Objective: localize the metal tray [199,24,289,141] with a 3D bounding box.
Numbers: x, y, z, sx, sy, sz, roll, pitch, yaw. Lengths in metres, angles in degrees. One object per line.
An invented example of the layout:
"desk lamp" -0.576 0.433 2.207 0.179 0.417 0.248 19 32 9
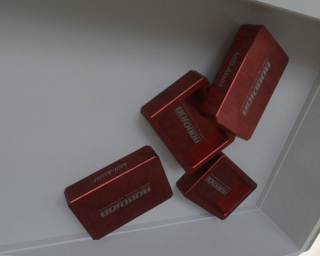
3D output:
"metal tray" 0.114 -0.057 0.409 0.090 0.030 0.130 27 89 -43

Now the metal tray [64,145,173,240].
"metal tray" -0.053 0.091 0.434 0.131 0.030 0.090 -28 128 -11

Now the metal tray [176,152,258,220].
"metal tray" 0.099 0.096 0.521 0.090 0.030 0.130 -47 130 4

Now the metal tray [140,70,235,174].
"metal tray" 0.043 -0.004 0.428 0.090 0.030 0.130 -38 130 -3
